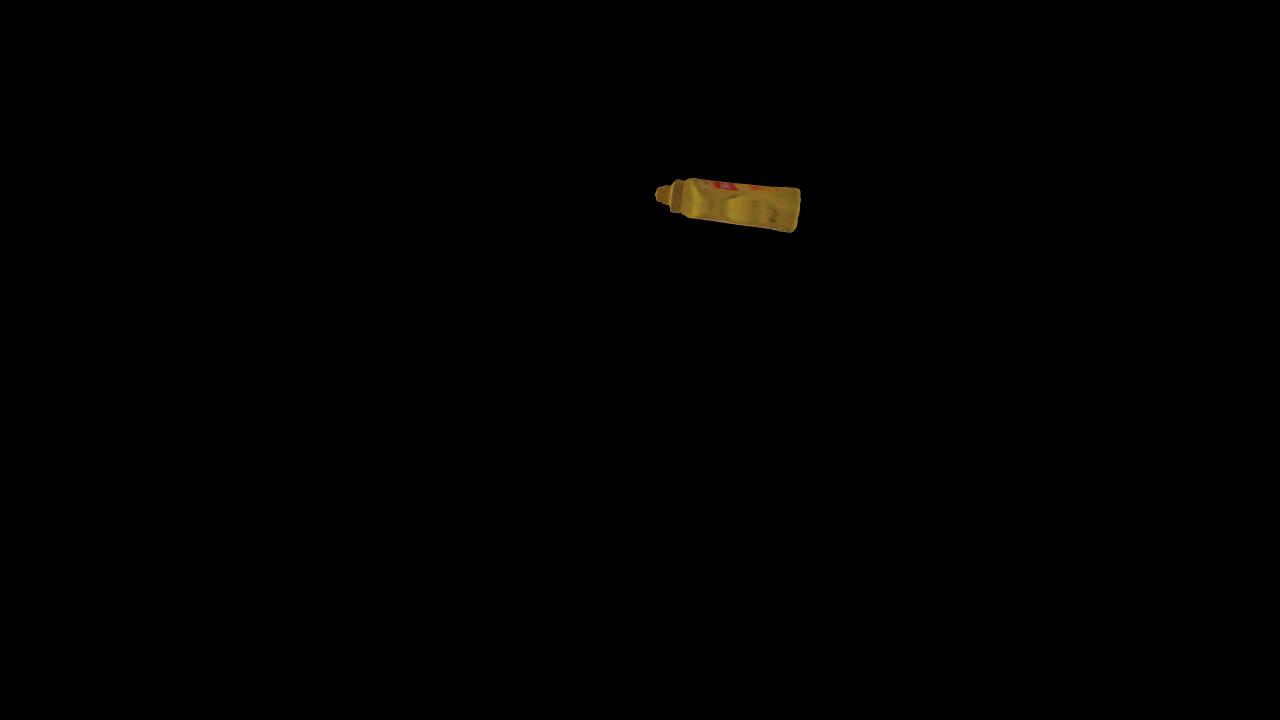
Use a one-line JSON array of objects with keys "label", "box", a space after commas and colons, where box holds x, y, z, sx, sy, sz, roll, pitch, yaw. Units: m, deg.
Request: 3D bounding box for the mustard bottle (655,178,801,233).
[{"label": "mustard bottle", "box": [0.110, -0.204, 0.795, 0.184, 0.054, 0.092, 9, 33, 7]}]
